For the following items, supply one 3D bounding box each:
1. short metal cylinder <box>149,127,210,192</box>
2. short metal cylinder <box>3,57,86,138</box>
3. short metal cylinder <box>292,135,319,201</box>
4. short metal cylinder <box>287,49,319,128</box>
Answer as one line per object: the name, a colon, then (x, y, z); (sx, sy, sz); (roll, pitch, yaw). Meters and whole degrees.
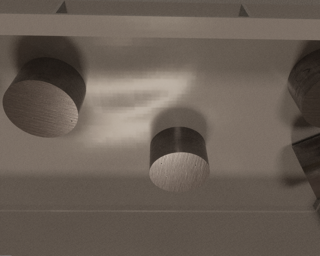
short metal cylinder: (0.026, 0.044, 0.431); (0.081, 0.050, 0.079); (0, 130, 0)
short metal cylinder: (-0.132, -0.035, 0.361); (0.081, 0.050, 0.079); (0, 130, 0)
short metal cylinder: (0.221, 0.052, 0.421); (0.050, 0.080, 0.080); (-26, 126, 20)
short metal cylinder: (0.196, -0.046, 0.357); (0.081, 0.050, 0.079); (0, 130, 0)
